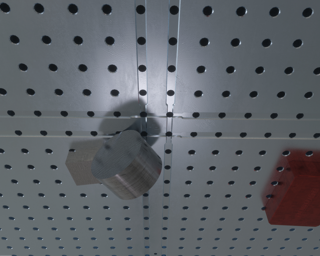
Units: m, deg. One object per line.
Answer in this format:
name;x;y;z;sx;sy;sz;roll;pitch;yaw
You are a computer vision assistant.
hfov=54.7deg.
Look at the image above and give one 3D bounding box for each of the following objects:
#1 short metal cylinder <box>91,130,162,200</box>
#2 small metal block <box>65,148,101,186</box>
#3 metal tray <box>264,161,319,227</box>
short metal cylinder;-0.044;0.049;0.417;0.080;0.080;0.050;-24;126;19
small metal block;-0.105;0.058;0.460;0.050;0.025;0.050;-7;130;6
metal tray;0.237;0.111;0.505;0.091;0.030;0.129;4;130;-4
